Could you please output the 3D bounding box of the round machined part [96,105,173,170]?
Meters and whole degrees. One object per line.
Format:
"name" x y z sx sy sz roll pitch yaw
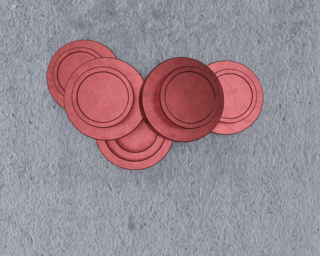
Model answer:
"round machined part" -0.031 0.003 0.402 0.099 0.042 0.097 0 90 -1

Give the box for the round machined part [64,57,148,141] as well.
"round machined part" -0.063 -0.034 0.359 0.099 0.042 0.097 0 90 -1

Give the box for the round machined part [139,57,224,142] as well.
"round machined part" 0.028 -0.033 0.351 0.099 0.042 0.097 0 89 -14

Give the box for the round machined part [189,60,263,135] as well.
"round machined part" 0.086 -0.040 0.403 0.099 0.042 0.097 0 90 -1

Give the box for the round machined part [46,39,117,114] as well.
"round machined part" -0.098 -0.066 0.401 0.099 0.042 0.097 0 90 -1
